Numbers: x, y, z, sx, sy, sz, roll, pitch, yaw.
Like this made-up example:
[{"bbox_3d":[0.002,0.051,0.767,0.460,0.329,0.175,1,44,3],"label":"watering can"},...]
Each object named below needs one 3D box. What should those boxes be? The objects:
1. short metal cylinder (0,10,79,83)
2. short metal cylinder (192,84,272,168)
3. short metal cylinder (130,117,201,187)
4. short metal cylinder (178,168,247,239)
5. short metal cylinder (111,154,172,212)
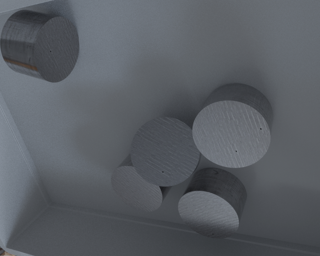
[{"bbox_3d":[-0.146,-0.101,0.385,0.050,0.080,0.079,17,125,18],"label":"short metal cylinder"},{"bbox_3d":[0.081,-0.003,0.343,0.080,0.050,0.079,10,120,17],"label":"short metal cylinder"},{"bbox_3d":[0.009,0.029,0.379,0.080,0.050,0.080,-1,85,10],"label":"short metal cylinder"},{"bbox_3d":[0.071,0.100,0.416,0.080,0.050,0.079,13,124,20],"label":"short metal cylinder"},{"bbox_3d":[-0.023,0.073,0.448,0.080,0.050,0.079,13,124,21],"label":"short metal cylinder"}]
